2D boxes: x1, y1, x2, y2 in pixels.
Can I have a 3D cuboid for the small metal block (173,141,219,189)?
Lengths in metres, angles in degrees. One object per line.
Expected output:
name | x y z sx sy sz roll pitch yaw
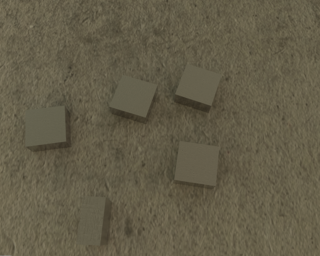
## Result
small metal block | 0.046 0.047 0.392 0.050 0.025 0.050 8 70 2

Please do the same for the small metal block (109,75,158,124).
small metal block | -0.035 -0.039 0.422 0.050 0.025 0.050 17 71 5

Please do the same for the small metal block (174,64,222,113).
small metal block | 0.052 -0.055 0.429 0.050 0.025 0.050 19 71 6

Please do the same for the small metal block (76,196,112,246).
small metal block | -0.074 0.107 0.355 0.025 0.050 0.050 3 70 1

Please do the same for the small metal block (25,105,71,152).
small metal block | -0.146 0.001 0.406 0.050 0.025 0.050 -7 70 -3
